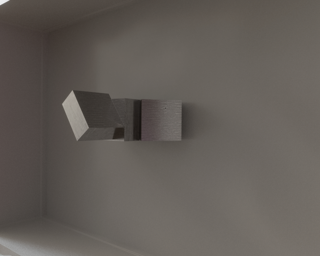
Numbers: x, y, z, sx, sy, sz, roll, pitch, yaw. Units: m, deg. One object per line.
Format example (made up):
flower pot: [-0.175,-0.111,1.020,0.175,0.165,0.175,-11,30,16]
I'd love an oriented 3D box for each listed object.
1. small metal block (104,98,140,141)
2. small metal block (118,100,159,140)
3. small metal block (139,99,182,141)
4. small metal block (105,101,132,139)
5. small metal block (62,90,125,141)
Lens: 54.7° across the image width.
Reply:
small metal block: [-0.052,-0.010,0.381,0.050,0.025,0.050,1,90,40]
small metal block: [-0.028,-0.010,0.411,0.025,0.050,0.050,1,91,40]
small metal block: [-0.001,-0.009,0.386,0.025,0.050,0.050,-178,88,-74]
small metal block: [-0.057,-0.011,0.432,0.025,0.050,0.050,1,91,7]
small metal block: [-0.075,-0.014,0.352,0.025,0.050,0.050,-43,64,32]
